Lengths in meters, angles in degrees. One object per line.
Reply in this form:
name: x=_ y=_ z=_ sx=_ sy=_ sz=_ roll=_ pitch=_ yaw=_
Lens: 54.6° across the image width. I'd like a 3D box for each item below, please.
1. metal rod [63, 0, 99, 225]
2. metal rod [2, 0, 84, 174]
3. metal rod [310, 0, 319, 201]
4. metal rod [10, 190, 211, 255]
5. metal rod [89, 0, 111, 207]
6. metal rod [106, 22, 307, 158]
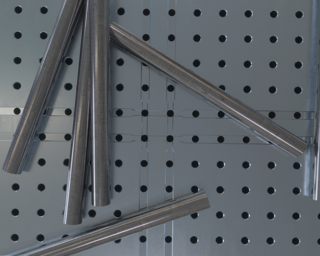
metal rod: x=-0.101 y=-0.024 z=0.412 sx=0.025 sy=0.025 sz=0.298 roll=6 pitch=90 yaw=0
metal rod: x=-0.145 y=-0.083 z=0.412 sx=0.025 sy=0.025 sz=0.299 roll=20 pitch=90 yaw=0
metal rod: x=0.222 y=-0.054 z=0.414 sx=0.025 sy=0.025 sz=0.298 roll=3 pitch=90 yaw=0
metal rod: x=-0.080 y=0.143 z=0.412 sx=0.301 sy=0.025 sz=0.025 roll=-19 pitch=90 yaw=0
metal rod: x=-0.077 y=-0.048 z=0.398 sx=0.025 sy=0.025 sz=0.298 roll=1 pitch=96 yaw=0
metal rod: x=0.060 y=-0.051 z=0.413 sx=0.301 sy=0.025 sz=0.025 roll=32 pitch=90 yaw=0
